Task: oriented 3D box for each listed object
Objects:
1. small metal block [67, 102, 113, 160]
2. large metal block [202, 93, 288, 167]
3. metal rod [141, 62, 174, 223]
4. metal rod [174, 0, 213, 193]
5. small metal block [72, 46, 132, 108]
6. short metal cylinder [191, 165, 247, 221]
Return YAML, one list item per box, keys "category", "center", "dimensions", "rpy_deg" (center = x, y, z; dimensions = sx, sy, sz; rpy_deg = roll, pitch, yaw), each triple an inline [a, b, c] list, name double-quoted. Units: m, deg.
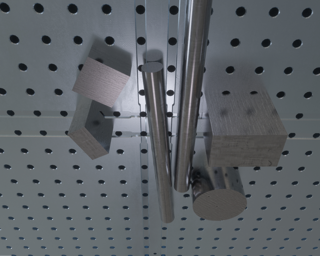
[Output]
- category: "small metal block"
  center: [-0.087, 0.004, 0.398]
  dimensions: [0.025, 0.050, 0.050]
  rpy_deg: [-22, 127, 18]
- category: "large metal block"
  center: [0.097, 0.001, 0.377]
  dimensions: [0.081, 0.080, 0.050]
  rpy_deg: [0, 130, 0]
- category: "metal rod"
  center: [0.002, 0.044, 0.448]
  dimensions: [0.025, 0.025, 0.298]
  rpy_deg: [-3, 130, 3]
- category: "metal rod"
  center: [0.037, -0.021, 0.394]
  dimensions: [0.025, 0.025, 0.298]
  rpy_deg: [1, 130, -1]
- category: "small metal block"
  center: [-0.068, -0.058, 0.361]
  dimensions: [0.050, 0.025, 0.050]
  rpy_deg: [24, 126, -19]
- category: "short metal cylinder"
  center: [0.089, 0.100, 0.482]
  dimensions: [0.081, 0.050, 0.079]
  rpy_deg: [0, 130, 0]
